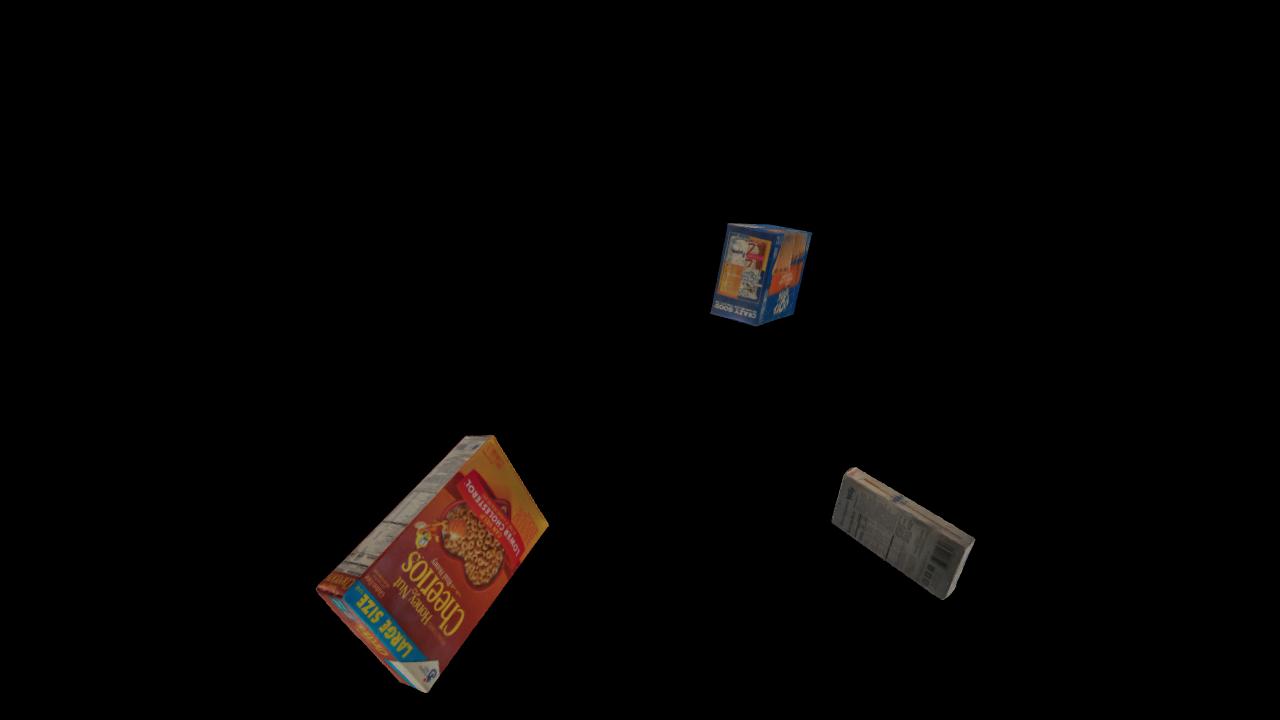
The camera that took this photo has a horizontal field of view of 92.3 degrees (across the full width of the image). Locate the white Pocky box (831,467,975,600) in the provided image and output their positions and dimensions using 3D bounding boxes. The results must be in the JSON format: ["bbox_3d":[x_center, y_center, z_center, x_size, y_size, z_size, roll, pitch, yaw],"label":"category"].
[{"bbox_3d":[0.304,0.201,0.727,0.028,0.084,0.154,-19,36,-35],"label":"white Pocky box"}]

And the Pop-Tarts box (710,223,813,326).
[{"bbox_3d":[0.194,-0.138,0.969,0.083,0.141,0.167,19,20,29],"label":"Pop-Tarts box"}]

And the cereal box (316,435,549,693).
[{"bbox_3d":[-0.280,0.283,0.899,0.081,0.203,0.306,-5,31,34],"label":"cereal box"}]
